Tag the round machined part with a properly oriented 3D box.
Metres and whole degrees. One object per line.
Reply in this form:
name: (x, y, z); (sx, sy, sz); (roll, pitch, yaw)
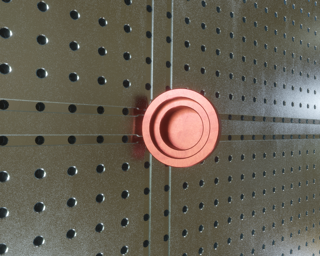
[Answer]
round machined part: (0.030, 0.001, 0.398); (0.042, 0.098, 0.098); (8, 84, -71)
